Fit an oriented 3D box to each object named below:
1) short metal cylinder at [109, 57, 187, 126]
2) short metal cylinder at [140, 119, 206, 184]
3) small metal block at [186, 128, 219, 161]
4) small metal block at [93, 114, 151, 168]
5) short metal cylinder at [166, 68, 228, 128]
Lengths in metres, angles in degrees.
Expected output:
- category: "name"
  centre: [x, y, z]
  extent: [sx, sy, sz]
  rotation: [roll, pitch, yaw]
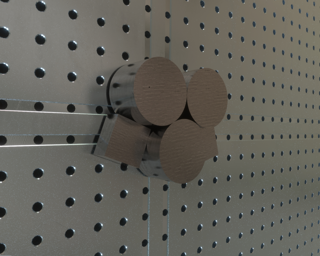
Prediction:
- category: "short metal cylinder"
  centre: [-0.014, -0.042, 0.377]
  extent: [0.081, 0.050, 0.079]
  rotation: [0, 90, -40]
- category: "short metal cylinder"
  centre: [0.014, 0.028, 0.400]
  extent: [0.081, 0.050, 0.079]
  rotation: [0, 90, -40]
- category: "small metal block"
  centre: [0.056, 0.022, 0.453]
  extent: [0.050, 0.025, 0.050]
  rotation: [-18, 102, -39]
- category: "small metal block"
  centre: [-0.044, 0.016, 0.368]
  extent: [0.050, 0.025, 0.050]
  rotation: [26, 74, -37]
- category: "short metal cylinder"
  centre: [0.048, -0.040, 0.429]
  extent: [0.081, 0.050, 0.079]
  rotation: [0, 90, -40]
